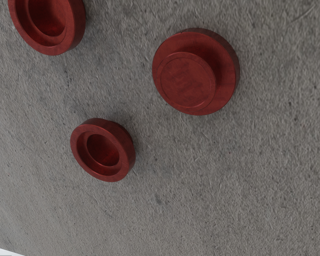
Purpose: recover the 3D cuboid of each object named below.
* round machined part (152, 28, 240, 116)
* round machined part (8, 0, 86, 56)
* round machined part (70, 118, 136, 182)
[{"bbox_3d":[0.035,-0.057,0.342,0.098,0.042,0.097,13,124,21],"label":"round machined part"},{"bbox_3d":[-0.131,-0.142,0.377,0.098,0.042,0.097,13,124,21],"label":"round machined part"},{"bbox_3d":[-0.078,0.028,0.455,0.098,0.042,0.097,13,124,21],"label":"round machined part"}]
